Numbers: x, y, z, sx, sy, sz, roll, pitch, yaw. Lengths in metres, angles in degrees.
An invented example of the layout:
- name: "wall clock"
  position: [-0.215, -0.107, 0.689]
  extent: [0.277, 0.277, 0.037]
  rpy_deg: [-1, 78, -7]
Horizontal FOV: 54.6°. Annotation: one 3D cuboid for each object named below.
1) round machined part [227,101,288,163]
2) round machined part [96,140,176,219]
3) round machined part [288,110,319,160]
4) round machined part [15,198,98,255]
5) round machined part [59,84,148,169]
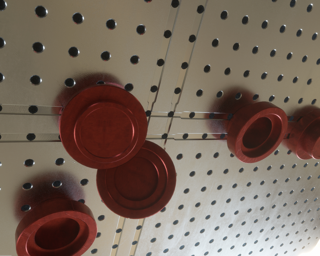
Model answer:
- name: "round machined part"
  position: [0.144, 0.003, 0.480]
  extent: [0.099, 0.042, 0.097]
  rpy_deg: [-14, 124, -21]
- name: "round machined part"
  position: [-0.031, 0.065, 0.401]
  extent: [0.099, 0.042, 0.098]
  rpy_deg: [1, 80, -6]
- name: "round machined part"
  position: [0.288, 0.018, 0.568]
  extent: [0.099, 0.042, 0.097]
  rpy_deg: [-14, 124, -21]
- name: "round machined part"
  position: [-0.136, 0.131, 0.407]
  extent: [0.099, 0.042, 0.097]
  rpy_deg: [-14, 124, -21]
- name: "round machined part"
  position: [-0.061, 0.001, 0.348]
  extent: [0.099, 0.042, 0.097]
  rpy_deg: [-4, 104, -16]
